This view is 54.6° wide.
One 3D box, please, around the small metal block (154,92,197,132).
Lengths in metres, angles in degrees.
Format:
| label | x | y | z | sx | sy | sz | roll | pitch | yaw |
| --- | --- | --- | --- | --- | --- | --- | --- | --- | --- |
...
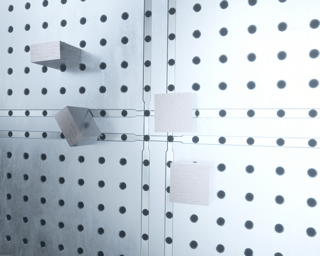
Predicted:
| label | x | y | z | sx | sy | sz | roll | pitch | yaw |
| --- | --- | --- | --- | --- | --- | --- | --- | --- | --- |
| small metal block | 0.021 | -0.020 | 0.406 | 0.050 | 0.025 | 0.050 | -1 | 90 | 20 |

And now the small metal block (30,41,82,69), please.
| label | x | y | z | sx | sy | sz | roll | pitch | yaw |
| --- | --- | --- | --- | --- | --- | --- | --- | --- | --- |
| small metal block | -0.151 | -0.106 | 0.453 | 0.050 | 0.050 | 0.025 | -2 | 90 | 20 |

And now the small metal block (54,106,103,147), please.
| label | x | y | z | sx | sy | sz | roll | pitch | yaw |
| --- | --- | --- | --- | --- | --- | --- | --- | --- | --- |
| small metal block | -0.115 | -0.002 | 0.441 | 0.025 | 0.050 | 0.050 | -34 | 79 | 17 |

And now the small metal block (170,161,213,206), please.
| label | x | y | z | sx | sy | sz | roll | pitch | yaw |
| --- | --- | --- | --- | --- | --- | --- | --- | --- | --- |
| small metal block | 0.041 | 0.070 | 0.399 | 0.050 | 0.025 | 0.050 | 1 | 91 | 20 |
